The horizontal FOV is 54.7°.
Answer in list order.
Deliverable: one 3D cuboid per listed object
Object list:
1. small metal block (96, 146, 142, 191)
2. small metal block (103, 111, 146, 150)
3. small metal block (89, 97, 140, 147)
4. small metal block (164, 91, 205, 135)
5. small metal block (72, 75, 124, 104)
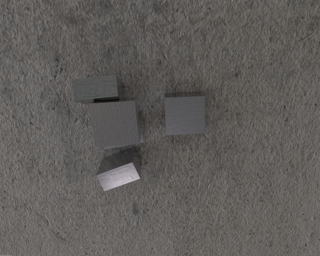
[{"bbox_3d":[-0.053,0.053,0.416,0.050,0.050,0.025,-20,109,7],"label":"small metal block"},{"bbox_3d":[-0.046,0.002,0.397,0.050,0.050,0.025,-10,110,4],"label":"small metal block"},{"bbox_3d":[-0.050,-0.007,0.354,0.050,0.025,0.050,-4,105,2],"label":"small metal block"},{"bbox_3d":[0.032,-0.020,0.403,0.050,0.025,0.050,-3,110,1],"label":"small metal block"},{"bbox_3d":[-0.073,-0.045,0.376,0.050,0.050,0.025,-5,89,2],"label":"small metal block"}]
